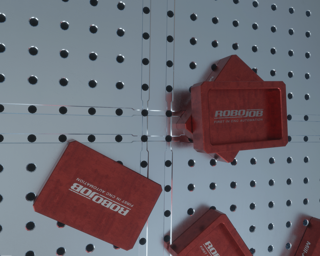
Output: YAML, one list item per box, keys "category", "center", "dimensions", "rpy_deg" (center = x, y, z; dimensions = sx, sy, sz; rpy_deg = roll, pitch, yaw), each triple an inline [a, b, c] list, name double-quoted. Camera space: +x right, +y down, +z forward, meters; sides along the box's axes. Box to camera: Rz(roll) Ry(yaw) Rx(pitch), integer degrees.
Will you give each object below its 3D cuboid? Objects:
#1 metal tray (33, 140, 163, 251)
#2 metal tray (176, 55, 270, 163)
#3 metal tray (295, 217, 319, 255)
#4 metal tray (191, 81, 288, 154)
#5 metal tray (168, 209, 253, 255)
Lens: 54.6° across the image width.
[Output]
- category: "metal tray"
  center: [-0.074, 0.083, 0.383]
  dimensions: [0.130, 0.030, 0.090]
  rpy_deg: [31, 80, -18]
- category: "metal tray"
  center: [0.096, -0.027, 0.445]
  dimensions: [0.090, 0.030, 0.130]
  rpy_deg: [38, 78, -16]
- category: "metal tray"
  center: [0.265, 0.226, 0.507]
  dimensions: [0.090, 0.030, 0.130]
  rpy_deg: [32, 80, -17]
- category: "metal tray"
  center: [0.108, -0.016, 0.416]
  dimensions: [0.131, 0.030, 0.090]
  rpy_deg: [-3, 91, -20]
- category: "metal tray"
  center: [0.084, 0.193, 0.440]
  dimensions: [0.090, 0.030, 0.130]
  rpy_deg: [-37, 102, -16]
